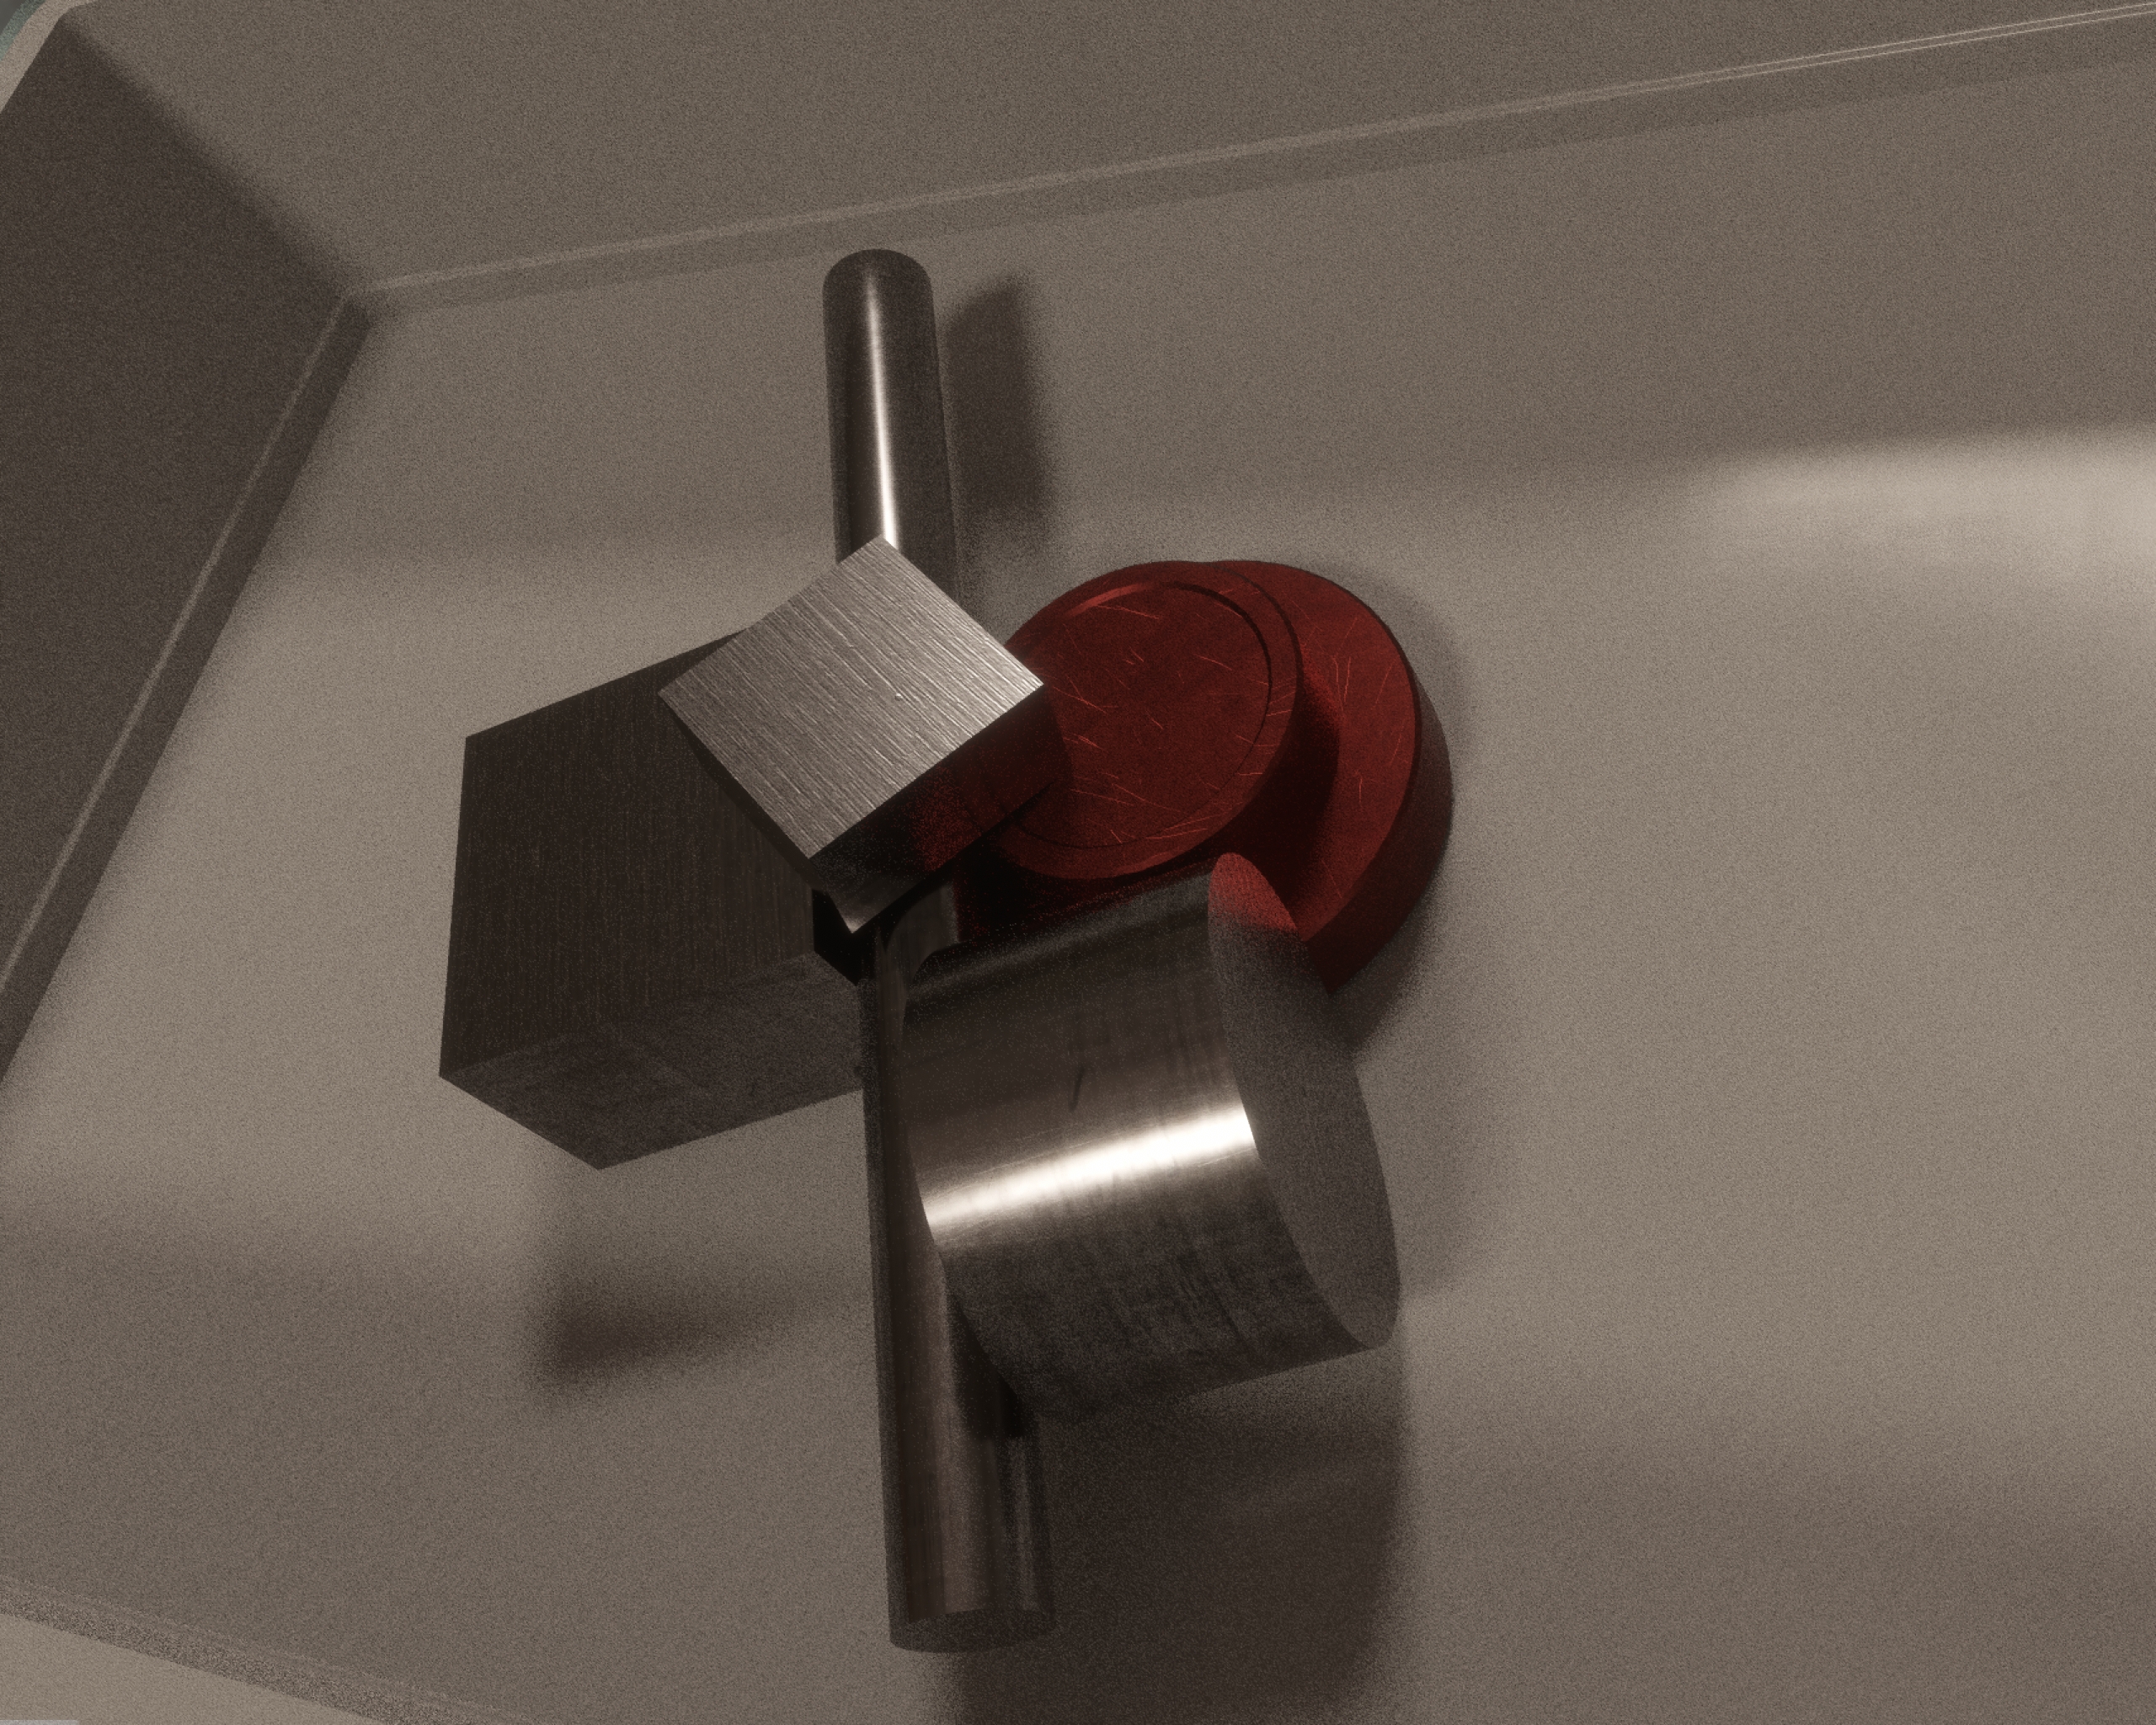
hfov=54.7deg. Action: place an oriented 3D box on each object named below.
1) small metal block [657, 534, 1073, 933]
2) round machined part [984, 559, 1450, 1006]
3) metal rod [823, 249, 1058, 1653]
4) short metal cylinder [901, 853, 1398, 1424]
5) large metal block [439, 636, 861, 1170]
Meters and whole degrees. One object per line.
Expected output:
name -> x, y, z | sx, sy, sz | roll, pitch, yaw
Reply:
small metal block -> -0.038, -0.024, 0.375 | 0.050, 0.025, 0.050 | -38, 57, -12
round machined part -> 0.017, -0.018, 0.393 | 0.098, 0.042, 0.098 | -13, 56, 20
metal rod -> -0.031, -0.008, 0.396 | 0.025, 0.025, 0.299 | -19, 54, 17
short metal cylinder -> 0.013, 0.044, 0.333 | 0.050, 0.080, 0.080 | -19, 55, 17
large metal block -> -0.076, 0.006, 0.419 | 0.080, 0.050, 0.080 | -19, 55, 17
